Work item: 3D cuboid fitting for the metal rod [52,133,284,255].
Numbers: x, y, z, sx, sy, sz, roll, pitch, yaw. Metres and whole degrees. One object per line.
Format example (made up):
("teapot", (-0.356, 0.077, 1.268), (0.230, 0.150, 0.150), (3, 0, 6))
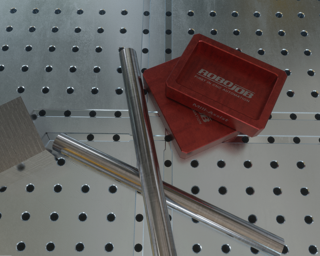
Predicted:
("metal rod", (0.003, 0.079, 0.382), (0.301, 0.025, 0.025), (24, 72, 8))

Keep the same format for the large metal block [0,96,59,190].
("large metal block", (-0.188, 0.020, 0.389), (0.080, 0.050, 0.080), (-28, 73, -10))

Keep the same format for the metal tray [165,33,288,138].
("metal tray", (0.083, -0.056, 0.398), (0.130, 0.030, 0.090), (27, 71, 8))

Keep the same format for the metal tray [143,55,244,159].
("metal tray", (0.043, -0.035, 0.422), (0.091, 0.030, 0.130), (-23, 72, -9))

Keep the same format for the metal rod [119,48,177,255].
("metal rod", (-0.019, 0.022, 0.382), (0.025, 0.025, 0.299), (-10, 62, -4))
